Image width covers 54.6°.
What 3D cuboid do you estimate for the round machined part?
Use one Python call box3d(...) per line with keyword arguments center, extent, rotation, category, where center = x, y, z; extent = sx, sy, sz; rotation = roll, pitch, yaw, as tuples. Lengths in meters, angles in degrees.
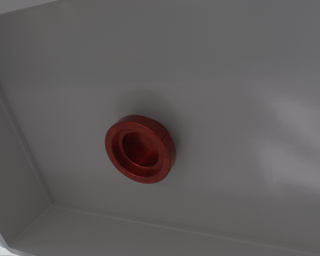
box3d(center=(-0.022, 0.025, 0.426), extent=(0.098, 0.042, 0.097), rotation=(13, 124, 21), category="round machined part")
